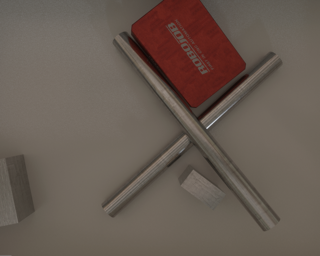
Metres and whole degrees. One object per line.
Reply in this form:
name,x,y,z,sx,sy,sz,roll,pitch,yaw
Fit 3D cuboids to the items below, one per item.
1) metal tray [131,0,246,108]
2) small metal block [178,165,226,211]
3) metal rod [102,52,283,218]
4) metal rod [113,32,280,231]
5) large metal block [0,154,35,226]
metal tray,0.036,-0.102,0.400,0.090,0.030,0.130,-39,99,0
small metal block,0.052,0.075,0.400,0.050,0.050,0.025,37,90,-1
metal rod,0.043,0.008,0.412,0.300,0.025,0.025,-42,91,-1
metal rod,0.039,-0.003,0.387,0.025,0.025,0.300,-38,81,0
large metal block,-0.218,0.083,0.396,0.080,0.050,0.080,-11,90,-1
